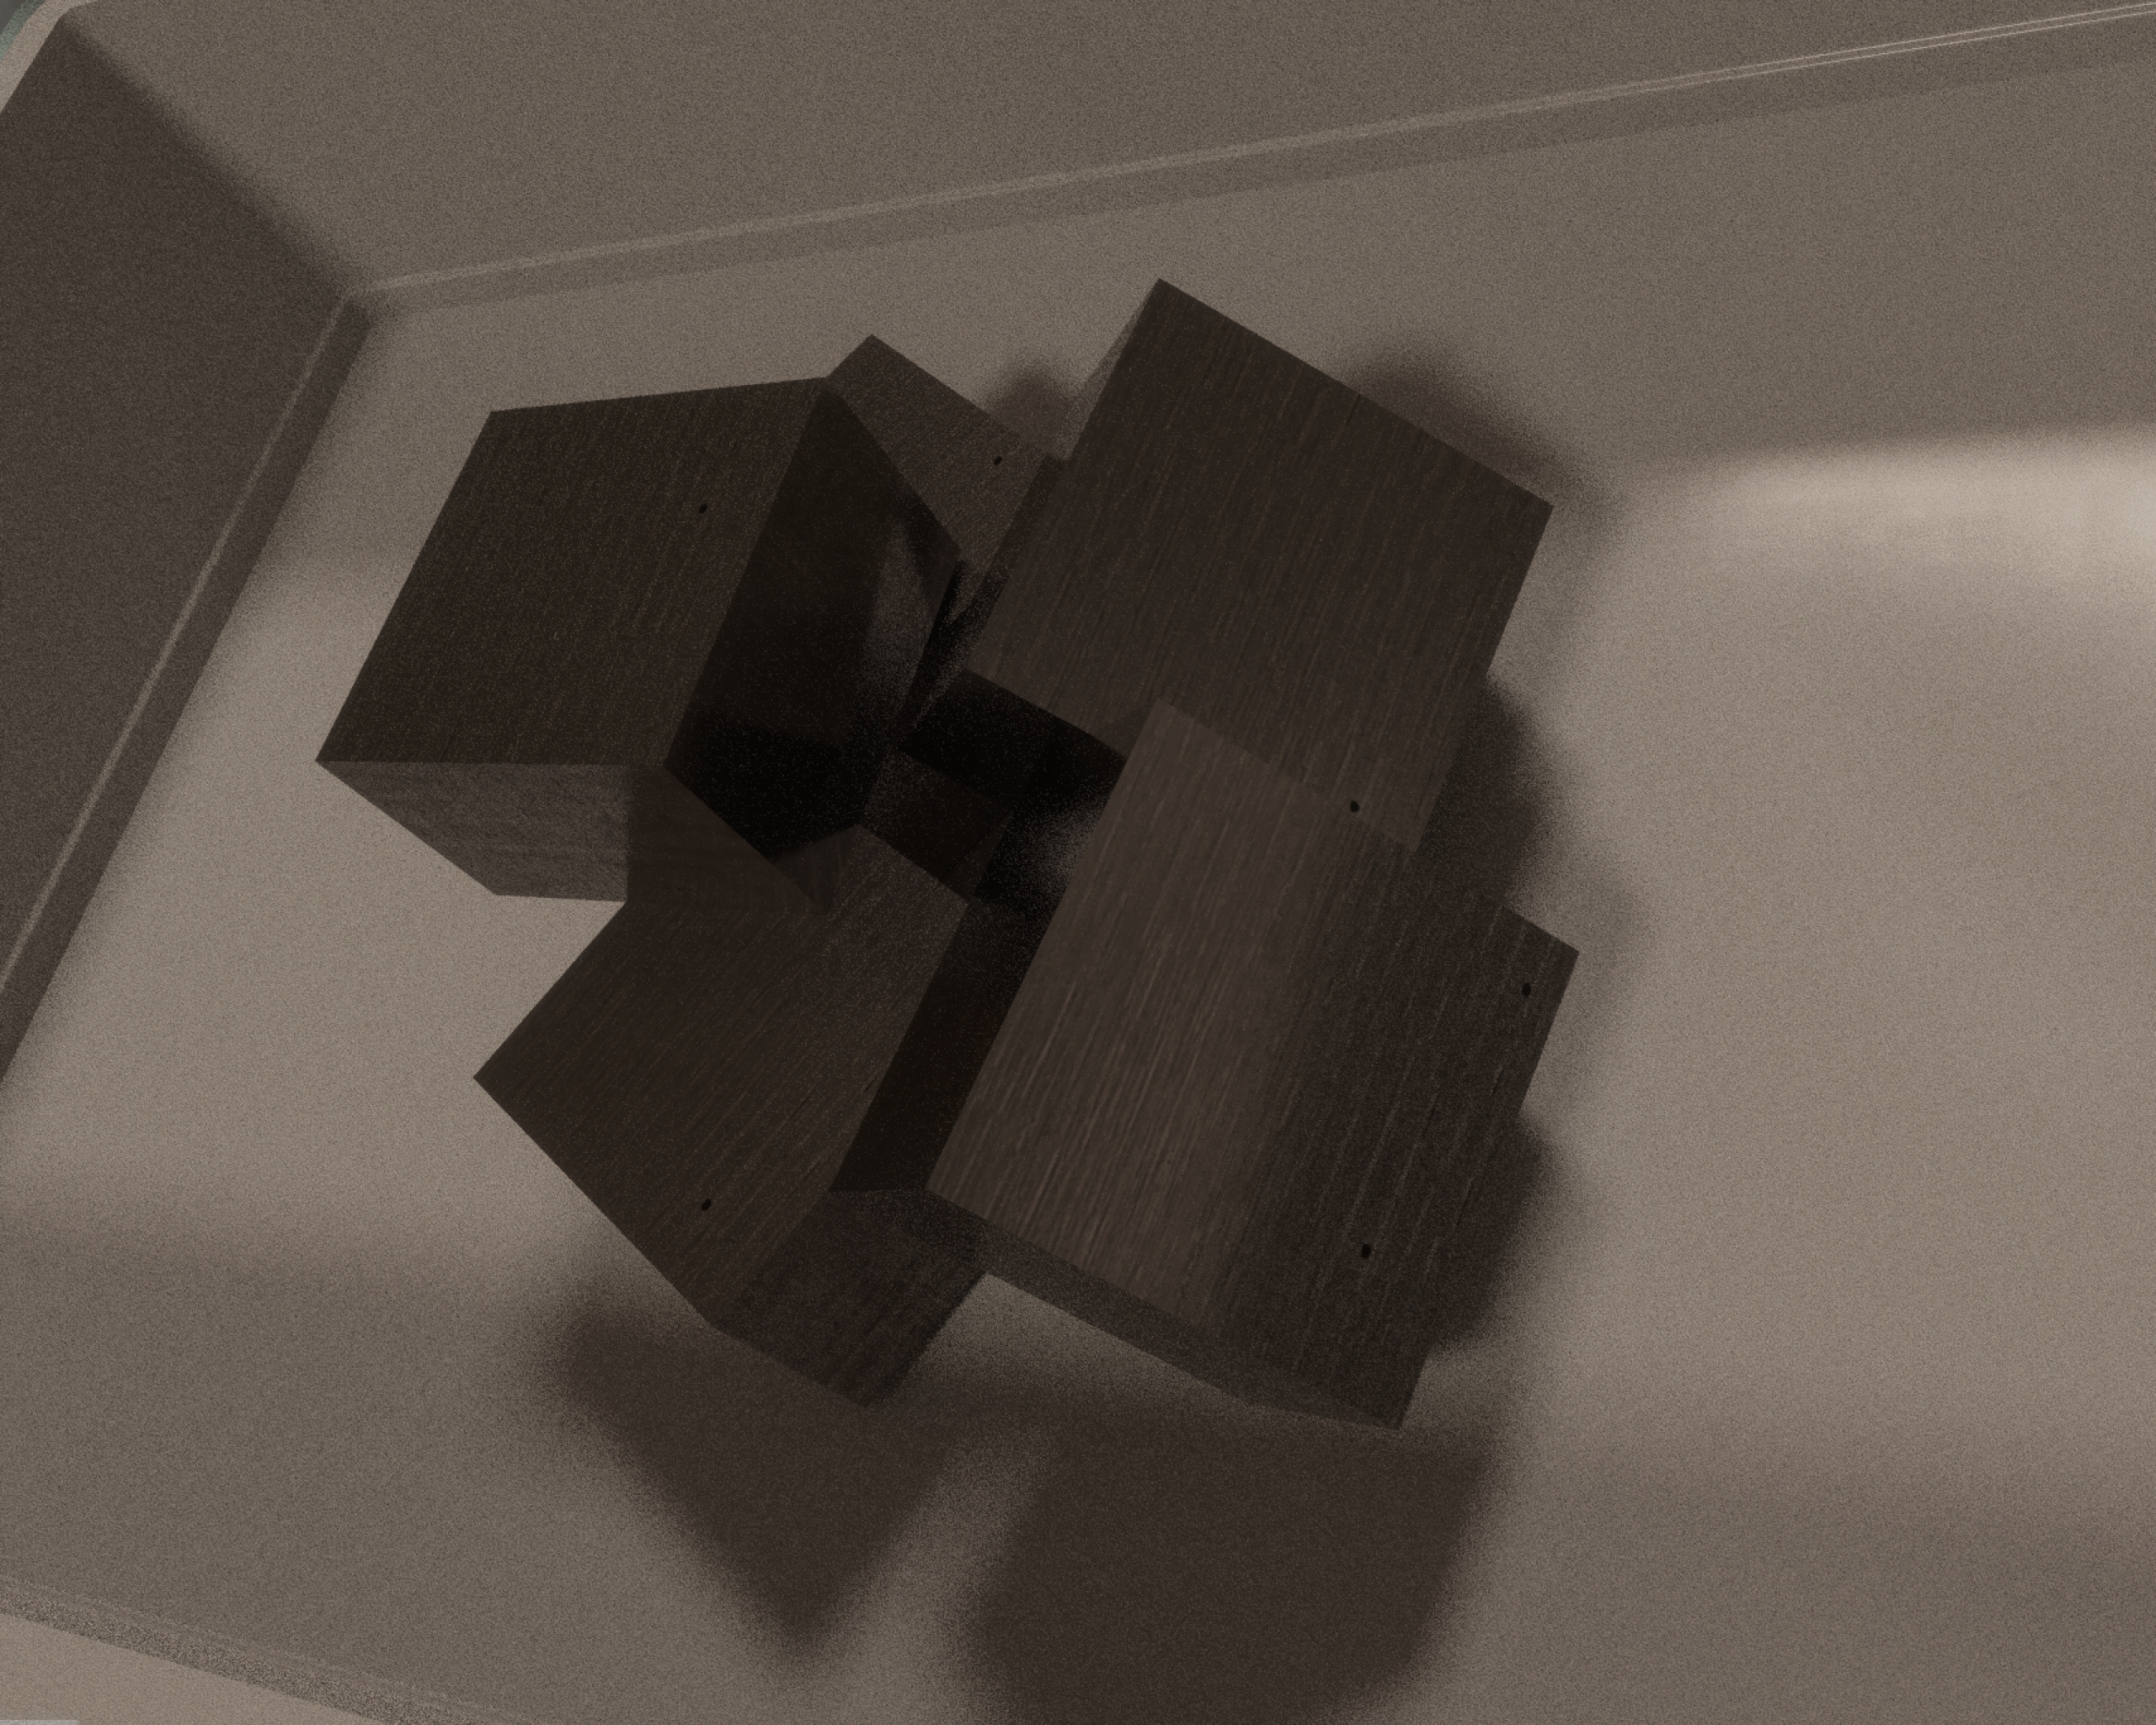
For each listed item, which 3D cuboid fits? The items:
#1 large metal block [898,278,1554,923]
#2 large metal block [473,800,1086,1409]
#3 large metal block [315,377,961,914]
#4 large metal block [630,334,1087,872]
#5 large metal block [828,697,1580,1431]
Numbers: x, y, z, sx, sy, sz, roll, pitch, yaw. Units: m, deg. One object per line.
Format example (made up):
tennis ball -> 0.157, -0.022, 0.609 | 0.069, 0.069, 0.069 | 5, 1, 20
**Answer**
large metal block -> 0.026, -0.042, 0.371 | 0.080, 0.050, 0.080 | 28, 71, -10
large metal block -> -0.049, 0.038, 0.385 | 0.080, 0.050, 0.080 | 34, 80, 38
large metal block -> -0.079, -0.039, 0.385 | 0.080, 0.050, 0.080 | 2, 61, 30
large metal block -> -0.039, -0.053, 0.440 | 0.080, 0.050, 0.080 | -45, 51, -4
large metal block -> 0.020, 0.033, 0.328 | 0.080, 0.080, 0.050 | -65, 16, -18
